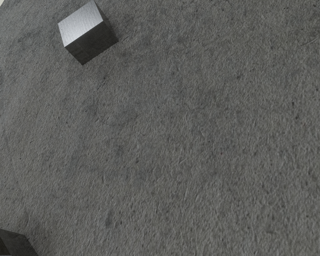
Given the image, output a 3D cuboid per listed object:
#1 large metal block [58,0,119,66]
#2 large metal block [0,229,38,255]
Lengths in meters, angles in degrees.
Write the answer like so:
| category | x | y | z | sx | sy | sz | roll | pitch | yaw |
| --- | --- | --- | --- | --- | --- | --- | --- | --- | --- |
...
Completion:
| category | x | y | z | sx | sy | sz | roll | pitch | yaw |
| --- | --- | --- | --- | --- | --- | --- | --- | --- | --- |
| large metal block | -0.131 | -0.174 | 0.564 | 0.080 | 0.050 | 0.080 | -32 | 52 | 8 |
| large metal block | -0.194 | 0.184 | 0.377 | 0.080 | 0.050 | 0.080 | 31 | 79 | 38 |
